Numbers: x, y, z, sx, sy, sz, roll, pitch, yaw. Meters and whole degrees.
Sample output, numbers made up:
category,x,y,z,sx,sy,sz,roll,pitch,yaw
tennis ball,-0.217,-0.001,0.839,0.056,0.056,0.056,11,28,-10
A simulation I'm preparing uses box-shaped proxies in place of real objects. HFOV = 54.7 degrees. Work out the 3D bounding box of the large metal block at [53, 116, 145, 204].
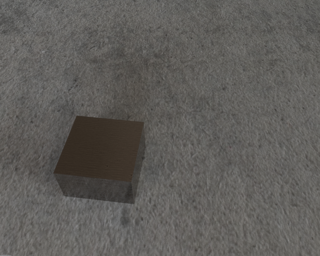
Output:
category,x,y,z,sx,sy,sz,roll,pitch,yaw
large metal block,-0.064,0.035,0.356,0.080,0.050,0.080,6,50,4
